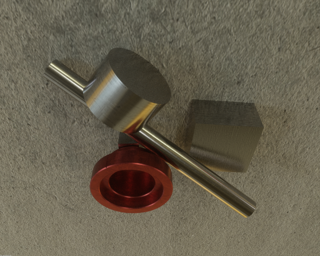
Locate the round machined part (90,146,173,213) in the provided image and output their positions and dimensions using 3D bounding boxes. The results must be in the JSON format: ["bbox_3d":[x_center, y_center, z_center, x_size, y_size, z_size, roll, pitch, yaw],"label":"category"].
[{"bbox_3d":[-0.034,0.060,0.384,0.099,0.042,0.097,-1,132,0],"label":"round machined part"}]

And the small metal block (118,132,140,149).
[{"bbox_3d":[-0.038,0.022,0.411,0.025,0.050,0.050,-2,130,1],"label":"small metal block"}]

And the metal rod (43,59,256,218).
[{"bbox_3d":[-0.004,0.019,0.376,0.301,0.025,0.025,36,122,-10],"label":"metal rod"}]

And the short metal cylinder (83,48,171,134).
[{"bbox_3d":[-0.035,-0.041,0.337,0.080,0.080,0.050,30,124,-24],"label":"short metal cylinder"}]

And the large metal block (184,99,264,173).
[{"bbox_3d":[0.078,0.011,0.403,0.081,0.050,0.079,3,130,-4],"label":"large metal block"}]
